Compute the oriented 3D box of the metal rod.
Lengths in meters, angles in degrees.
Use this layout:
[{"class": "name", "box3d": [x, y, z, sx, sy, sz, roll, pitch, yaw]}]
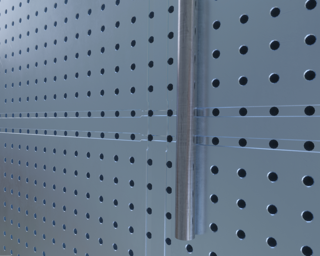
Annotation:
[{"class": "metal rod", "box3d": [0.033, -0.014, 0.383, 0.025, 0.025, 0.298, 1, 91, 40]}]
